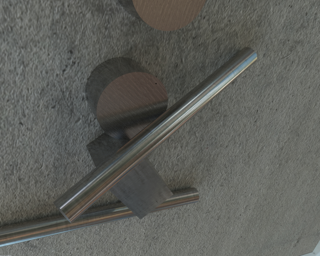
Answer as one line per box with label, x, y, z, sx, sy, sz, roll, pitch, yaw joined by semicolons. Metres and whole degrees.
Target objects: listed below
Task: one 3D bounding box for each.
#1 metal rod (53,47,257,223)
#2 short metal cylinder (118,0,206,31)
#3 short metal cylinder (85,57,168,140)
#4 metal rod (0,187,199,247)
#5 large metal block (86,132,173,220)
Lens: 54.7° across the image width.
metal rod;0.016;-0.011;0.345;0.302;0.025;0.025;-40;132;-27
short metal cylinder;0.001;-0.141;0.303;0.081;0.050;0.079;-14;124;-21
short metal cylinder;-0.038;-0.034;0.349;0.081;0.050;0.079;-14;124;-21
metal rod;-0.079;0.122;0.439;0.303;0.025;0.025;-6;121;-26
large metal block;-0.038;0.052;0.382;0.050;0.080;0.080;-37;129;-4
